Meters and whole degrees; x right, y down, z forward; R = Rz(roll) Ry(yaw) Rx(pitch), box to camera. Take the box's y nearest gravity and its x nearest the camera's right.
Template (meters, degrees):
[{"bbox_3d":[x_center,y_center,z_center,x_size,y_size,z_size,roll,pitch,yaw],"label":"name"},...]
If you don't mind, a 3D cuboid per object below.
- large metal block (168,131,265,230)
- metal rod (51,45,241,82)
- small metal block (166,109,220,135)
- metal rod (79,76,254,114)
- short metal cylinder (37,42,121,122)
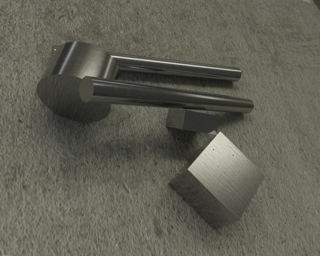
[{"bbox_3d":[0.072,0.065,0.389,0.080,0.050,0.080,45,51,3],"label":"large metal block"},{"bbox_3d":[-0.001,-0.091,0.460,0.303,0.025,0.025,0,62,-29],"label":"metal rod"},{"bbox_3d":[0.043,-0.009,0.415,0.050,0.050,0.025,9,92,-24],"label":"small metal block"},{"bbox_3d":[0.036,-0.036,0.398,0.302,0.025,0.025,0,61,-46],"label":"metal rod"},{"bbox_3d":[-0.090,-0.050,0.352,0.080,0.080,0.050,21,54,-16],"label":"short metal cylinder"}]
